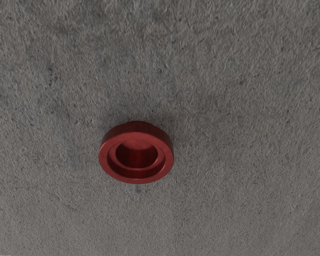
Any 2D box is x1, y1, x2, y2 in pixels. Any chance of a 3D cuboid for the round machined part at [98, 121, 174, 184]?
[{"bbox_3d":[-0.031,0.029,0.420,0.099,0.042,0.097,0,130,0],"label":"round machined part"}]
